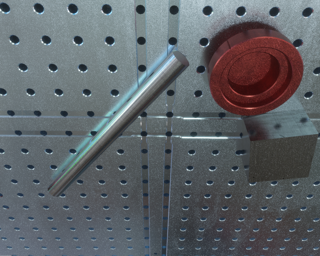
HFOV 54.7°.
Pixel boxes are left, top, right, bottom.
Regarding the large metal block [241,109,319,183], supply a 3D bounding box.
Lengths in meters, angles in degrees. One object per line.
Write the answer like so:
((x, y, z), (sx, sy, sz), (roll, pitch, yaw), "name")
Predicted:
((0.156, 0.025, 0.418), (0.080, 0.050, 0.080), (-7, 130, 5), "large metal block")

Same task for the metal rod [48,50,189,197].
((-0.072, 0.010, 0.419), (0.025, 0.025, 0.299), (32, 123, -24), "metal rod")

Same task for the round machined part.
((0.102, -0.065, 0.346), (0.099, 0.042, 0.097), (0, 130, 0), "round machined part")
